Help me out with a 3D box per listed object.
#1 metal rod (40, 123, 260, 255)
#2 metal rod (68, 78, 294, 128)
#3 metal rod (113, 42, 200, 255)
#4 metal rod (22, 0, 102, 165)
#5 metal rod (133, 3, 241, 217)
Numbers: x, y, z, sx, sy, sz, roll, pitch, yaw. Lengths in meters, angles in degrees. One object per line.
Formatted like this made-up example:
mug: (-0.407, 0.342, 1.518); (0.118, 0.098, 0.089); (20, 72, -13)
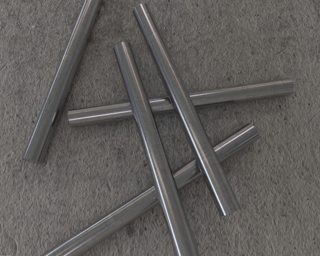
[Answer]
metal rod: (-0.005, 0.080, 0.378); (0.301, 0.025, 0.025); (-31, 73, -11)
metal rod: (0.031, -0.035, 0.420); (0.302, 0.025, 0.025); (-9, 70, -4)
metal rod: (-0.007, 0.025, 0.370); (0.025, 0.025, 0.299); (-16, 71, -6)
metal rod: (-0.128, -0.094, 0.441); (0.025, 0.025, 0.299); (12, 70, 4)
metal rod: (0.026, -0.036, 0.393); (0.025, 0.025, 0.299); (-20, 71, -7)
